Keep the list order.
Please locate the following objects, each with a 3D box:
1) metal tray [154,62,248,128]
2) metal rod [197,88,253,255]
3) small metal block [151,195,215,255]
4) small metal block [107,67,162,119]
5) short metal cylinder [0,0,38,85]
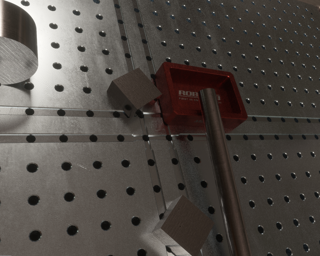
[{"bbox_3d":[0.063,-0.048,0.469,0.131,0.030,0.090,3,60,-27],"label":"metal tray"},{"bbox_3d":[0.085,0.089,0.380,0.025,0.025,0.299,2,67,-28],"label":"metal rod"},{"bbox_3d":[0.027,0.114,0.354,0.050,0.025,0.050,42,51,0],"label":"small metal block"},{"bbox_3d":[-0.034,-0.048,0.420,0.050,0.025,0.050,49,51,6],"label":"small metal block"},{"bbox_3d":[-0.176,-0.090,0.334,0.081,0.080,0.050,1,62,-28],"label":"short metal cylinder"}]
